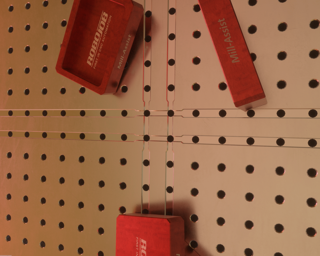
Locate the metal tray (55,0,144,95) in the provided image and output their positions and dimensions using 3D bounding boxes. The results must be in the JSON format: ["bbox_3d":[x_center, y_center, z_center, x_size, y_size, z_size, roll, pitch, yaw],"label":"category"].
[{"bbox_3d":[-0.086,-0.122,0.430,0.090,0.030,0.129,27,108,17],"label":"metal tray"}]

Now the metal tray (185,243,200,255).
[{"bbox_3d":[0.044,0.223,0.395,0.130,0.030,0.090,42,103,15],"label":"metal tray"}]

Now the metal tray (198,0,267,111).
[{"bbox_3d":[0.083,-0.086,0.348,0.030,0.090,0.129,-20,83,19],"label":"metal tray"}]

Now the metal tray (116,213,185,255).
[{"bbox_3d":[-0.014,0.177,0.390,0.090,0.030,0.129,-8,77,37],"label":"metal tray"}]
